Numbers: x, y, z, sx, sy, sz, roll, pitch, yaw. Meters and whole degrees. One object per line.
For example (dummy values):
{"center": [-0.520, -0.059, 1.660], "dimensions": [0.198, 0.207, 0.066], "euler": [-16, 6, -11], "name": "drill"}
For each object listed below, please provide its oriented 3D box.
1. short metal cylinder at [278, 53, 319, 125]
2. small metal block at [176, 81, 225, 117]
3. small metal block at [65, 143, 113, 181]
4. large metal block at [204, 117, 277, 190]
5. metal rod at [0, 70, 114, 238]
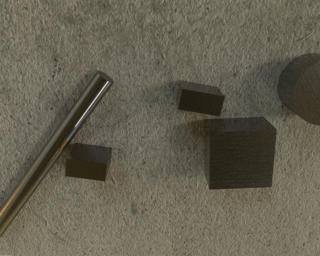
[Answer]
{"center": [0.194, -0.049, 0.381], "dimensions": [0.081, 0.050, 0.079], "euler": [0, 110, -1], "name": "short metal cylinder"}
{"center": [0.048, -0.038, 0.383], "dimensions": [0.050, 0.050, 0.025], "euler": [10, 110, -4], "name": "small metal block"}
{"center": [-0.093, 0.044, 0.412], "dimensions": [0.050, 0.050, 0.025], "euler": [8, 110, -4], "name": "small metal block"}
{"center": [0.102, 0.032, 0.410], "dimensions": [0.081, 0.050, 0.079], "euler": [-2, 110, 0], "name": "large metal block"}
{"center": [-0.159, 0.047, 0.424], "dimensions": [0.025, 0.025, 0.299], "euler": [36, 106, -13], "name": "metal rod"}
